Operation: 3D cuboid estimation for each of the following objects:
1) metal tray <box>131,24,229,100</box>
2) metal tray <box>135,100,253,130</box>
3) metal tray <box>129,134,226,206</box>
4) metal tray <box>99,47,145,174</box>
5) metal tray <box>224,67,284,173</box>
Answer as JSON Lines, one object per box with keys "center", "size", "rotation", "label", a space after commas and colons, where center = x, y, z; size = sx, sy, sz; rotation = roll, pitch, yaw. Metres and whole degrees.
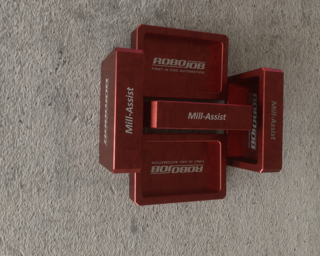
{"center": [0.027, -0.084, 0.417], "size": [0.131, 0.030, 0.089], "rotation": [0, 93, -20], "label": "metal tray"}
{"center": [0.038, -0.014, 0.391], "size": [0.131, 0.090, 0.030], "rotation": [1, 91, -20], "label": "metal tray"}
{"center": [0.026, 0.053, 0.418], "size": [0.131, 0.030, 0.089], "rotation": [1, 89, -20], "label": "metal tray"}
{"center": [-0.047, -0.018, 0.358], "size": [0.030, 0.090, 0.129], "rotation": [1, 90, -21], "label": "metal tray"}
{"center": [0.124, -0.010, 0.421], "size": [0.030, 0.090, 0.129], "rotation": [1, 90, -20], "label": "metal tray"}
